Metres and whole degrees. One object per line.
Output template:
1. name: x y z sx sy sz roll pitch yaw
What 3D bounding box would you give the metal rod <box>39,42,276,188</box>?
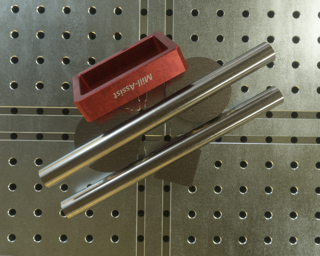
1. metal rod: -0.003 -0.016 0.362 0.301 0.025 0.025 -30 90 -1

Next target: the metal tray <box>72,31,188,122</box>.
1. metal tray: -0.041 -0.067 0.379 0.130 0.090 0.030 -29 122 -1

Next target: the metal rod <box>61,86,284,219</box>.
1. metal rod: 0.016 0.030 0.387 0.301 0.025 0.025 -29 90 -1

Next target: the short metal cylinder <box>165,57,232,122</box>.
1. short metal cylinder: 0.047 -0.047 0.402 0.081 0.050 0.079 0 90 -1

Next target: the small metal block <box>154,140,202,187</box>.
1. small metal block: 0.023 0.046 0.413 0.050 0.025 0.050 15 90 -1

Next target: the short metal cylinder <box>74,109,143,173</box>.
1. short metal cylinder: -0.064 0.014 0.400 0.081 0.050 0.079 0 90 -1
